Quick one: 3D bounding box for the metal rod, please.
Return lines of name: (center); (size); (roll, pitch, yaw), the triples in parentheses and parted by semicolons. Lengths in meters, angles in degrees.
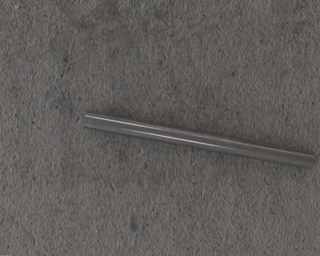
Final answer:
metal rod: (0.051, 0.016, 0.410); (0.302, 0.025, 0.025); (10, 90, 0)
